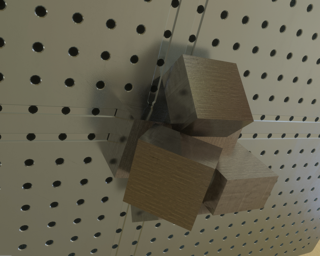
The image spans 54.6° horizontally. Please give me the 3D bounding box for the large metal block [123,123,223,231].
[{"bbox_3d":[0.014,0.051,0.339,0.080,0.050,0.079,21,115,11],"label":"large metal block"}]

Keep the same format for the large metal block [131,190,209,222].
[{"bbox_3d":[0.011,0.101,0.436,0.081,0.050,0.080,2,162,-29],"label":"large metal block"}]

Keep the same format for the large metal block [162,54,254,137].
[{"bbox_3d":[0.056,-0.036,0.374,0.081,0.080,0.050,2,156,-29],"label":"large metal block"}]

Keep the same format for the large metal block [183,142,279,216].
[{"bbox_3d":[0.085,0.060,0.393,0.081,0.080,0.050,1,118,-29],"label":"large metal block"}]

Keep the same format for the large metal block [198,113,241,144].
[{"bbox_3d":[0.057,0.021,0.438,0.081,0.050,0.079,3,117,-30],"label":"large metal block"}]

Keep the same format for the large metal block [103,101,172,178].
[{"bbox_3d":[-0.017,0.017,0.396,0.081,0.050,0.080,7,115,-32],"label":"large metal block"}]
